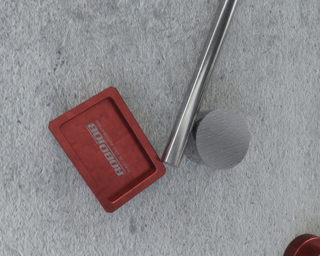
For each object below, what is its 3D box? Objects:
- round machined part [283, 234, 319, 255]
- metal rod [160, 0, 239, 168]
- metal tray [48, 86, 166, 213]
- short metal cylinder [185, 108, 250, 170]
[{"bbox_3d":[0.248,0.224,0.494,0.099,0.042,0.097,0,90,-21],"label":"round machined part"},{"bbox_3d":[0.065,-0.091,0.419,0.025,0.025,0.299,26,76,-19],"label":"metal rod"},{"bbox_3d":[-0.063,0.026,0.383,0.090,0.030,0.130,-34,102,-17],"label":"metal tray"},{"bbox_3d":[0.074,0.014,0.425,0.081,0.050,0.079,0,90,-21],"label":"short metal cylinder"}]
